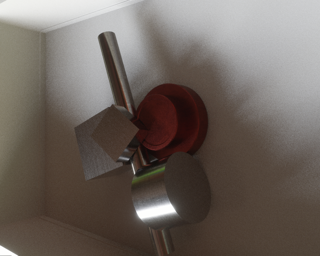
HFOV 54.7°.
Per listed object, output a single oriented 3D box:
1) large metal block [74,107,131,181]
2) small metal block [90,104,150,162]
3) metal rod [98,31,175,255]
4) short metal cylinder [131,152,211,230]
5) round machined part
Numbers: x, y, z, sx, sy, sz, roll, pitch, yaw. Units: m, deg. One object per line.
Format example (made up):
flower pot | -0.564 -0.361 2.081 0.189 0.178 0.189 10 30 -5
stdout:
large metal block | -0.070 0.023 0.441 0.080 0.050 0.080 -26 74 37
small metal block | -0.049 0.007 0.381 0.050 0.025 0.050 42 104 24
metal rod | -0.035 0.010 0.404 0.025 0.025 0.299 -26 74 37
short metal cylinder | 0.014 0.073 0.356 0.050 0.081 0.080 -26 74 37
round machined part | 0.007 -0.007 0.386 0.098 0.042 0.097 0 90 39
